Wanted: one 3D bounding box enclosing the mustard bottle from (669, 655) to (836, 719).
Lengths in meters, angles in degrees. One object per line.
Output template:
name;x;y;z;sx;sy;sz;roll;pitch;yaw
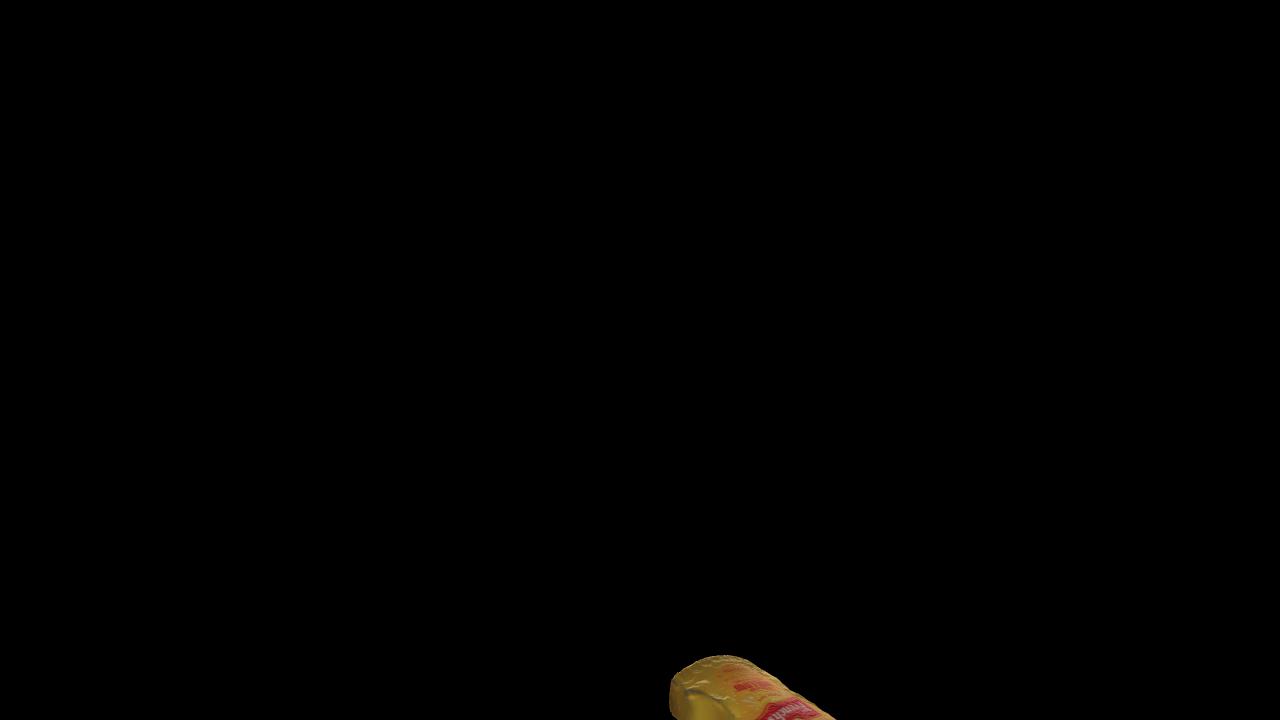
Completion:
mustard bottle;0.103;0.274;0.442;0.092;0.054;0.184;13;-8;-26
